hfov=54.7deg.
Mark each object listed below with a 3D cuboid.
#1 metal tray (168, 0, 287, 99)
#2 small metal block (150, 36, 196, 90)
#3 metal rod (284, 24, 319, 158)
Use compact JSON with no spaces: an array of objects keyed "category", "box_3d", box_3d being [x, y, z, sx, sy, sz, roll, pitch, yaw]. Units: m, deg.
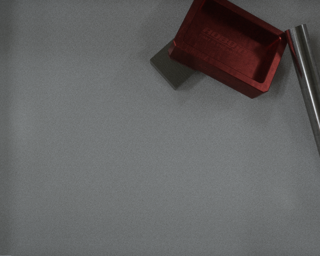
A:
[{"category":"metal tray","box_3d":[0.088,-0.106,0.393,0.131,0.030,0.090,27,76,-6]},{"category":"small metal block","box_3d":[0.022,-0.086,0.412,0.050,0.025,0.050,-42,91,0]},{"category":"metal rod","box_3d":[0.214,0.016,0.399,0.025,0.025,0.298,-19,96,0]}]
